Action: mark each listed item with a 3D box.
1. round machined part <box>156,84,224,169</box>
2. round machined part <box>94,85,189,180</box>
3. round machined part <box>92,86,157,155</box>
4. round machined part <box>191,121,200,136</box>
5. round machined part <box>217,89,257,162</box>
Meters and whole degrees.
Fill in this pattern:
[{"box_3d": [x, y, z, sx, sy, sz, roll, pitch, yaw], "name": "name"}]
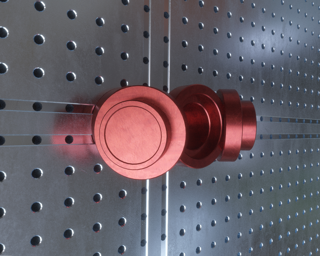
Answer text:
[{"box_3d": [0.033, -0.002, 0.372, 0.099, 0.042, 0.097, 0, 90, -40], "name": "round machined part"}, {"box_3d": [-0.022, 0.005, 0.315, 0.042, 0.098, 0.097, -21, 107, -77], "name": "round machined part"}, {"box_3d": [-0.029, -0.003, 0.375, 0.099, 0.042, 0.097, 0, 90, -40], "name": "round machined part"}, {"box_3d": [0.047, -0.003, 0.439, 0.099, 0.042, 0.097, 0, 90, -40], "name": "round machined part"}, {"box_3d": [0.100, -0.004, 0.417, 0.042, 0.098, 0.097, 0, 90, 0], "name": "round machined part"}]
